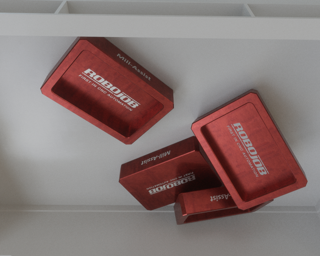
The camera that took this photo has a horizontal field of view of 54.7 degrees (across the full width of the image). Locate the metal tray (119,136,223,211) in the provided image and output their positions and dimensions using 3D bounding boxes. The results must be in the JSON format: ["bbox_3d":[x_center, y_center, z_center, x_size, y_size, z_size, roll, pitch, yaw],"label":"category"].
[{"bbox_3d":[0.016,0.072,0.467,0.130,0.030,0.090,-23,127,18],"label":"metal tray"}]

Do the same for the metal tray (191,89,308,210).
[{"bbox_3d":[0.110,0.028,0.389,0.090,0.030,0.130,-29,94,22],"label":"metal tray"}]

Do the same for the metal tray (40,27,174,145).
[{"bbox_3d":[-0.059,-0.043,0.368,0.130,0.030,0.090,34,122,-26],"label":"metal tray"}]

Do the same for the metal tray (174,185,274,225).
[{"bbox_3d":[0.091,0.114,0.466,0.131,0.030,0.090,-7,155,-7],"label":"metal tray"}]
